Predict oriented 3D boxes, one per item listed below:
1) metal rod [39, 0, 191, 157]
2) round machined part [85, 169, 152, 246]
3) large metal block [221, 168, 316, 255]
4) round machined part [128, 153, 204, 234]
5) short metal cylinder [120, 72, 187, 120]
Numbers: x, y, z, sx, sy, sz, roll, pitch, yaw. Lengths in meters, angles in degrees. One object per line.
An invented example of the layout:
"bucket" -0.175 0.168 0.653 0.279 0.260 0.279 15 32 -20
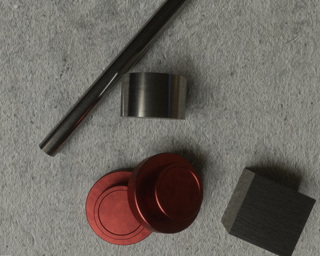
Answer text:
"metal rod" -0.051 -0.083 0.409 0.025 0.025 0.300 41 90 0
"round machined part" -0.048 0.104 0.401 0.099 0.042 0.097 0 90 0
"large metal block" 0.136 0.107 0.399 0.080 0.050 0.080 24 90 0
"round machined part" 0.014 0.078 0.378 0.099 0.042 0.098 10 71 -30
"short metal cylinder" -0.008 -0.037 0.382 0.081 0.080 0.050 3 90 0
